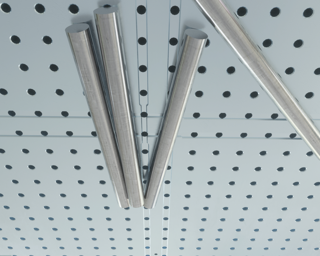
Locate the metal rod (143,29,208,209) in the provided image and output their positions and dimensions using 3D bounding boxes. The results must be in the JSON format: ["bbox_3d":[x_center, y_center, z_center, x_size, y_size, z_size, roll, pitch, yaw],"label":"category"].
[{"bbox_3d":[0.010,0.012,0.421,0.025,0.025,0.298,8,130,-7],"label":"metal rod"}]

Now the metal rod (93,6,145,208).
[{"bbox_3d":[-0.045,-0.001,0.402,0.025,0.025,0.298,-3,128,2],"label":"metal rod"}]

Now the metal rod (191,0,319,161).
[{"bbox_3d":[0.138,-0.048,0.371,0.025,0.025,0.301,-34,123,25],"label":"metal rod"}]

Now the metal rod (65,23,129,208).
[{"bbox_3d":[-0.072,0.009,0.418,0.025,0.025,0.298,-4,130,3],"label":"metal rod"}]
